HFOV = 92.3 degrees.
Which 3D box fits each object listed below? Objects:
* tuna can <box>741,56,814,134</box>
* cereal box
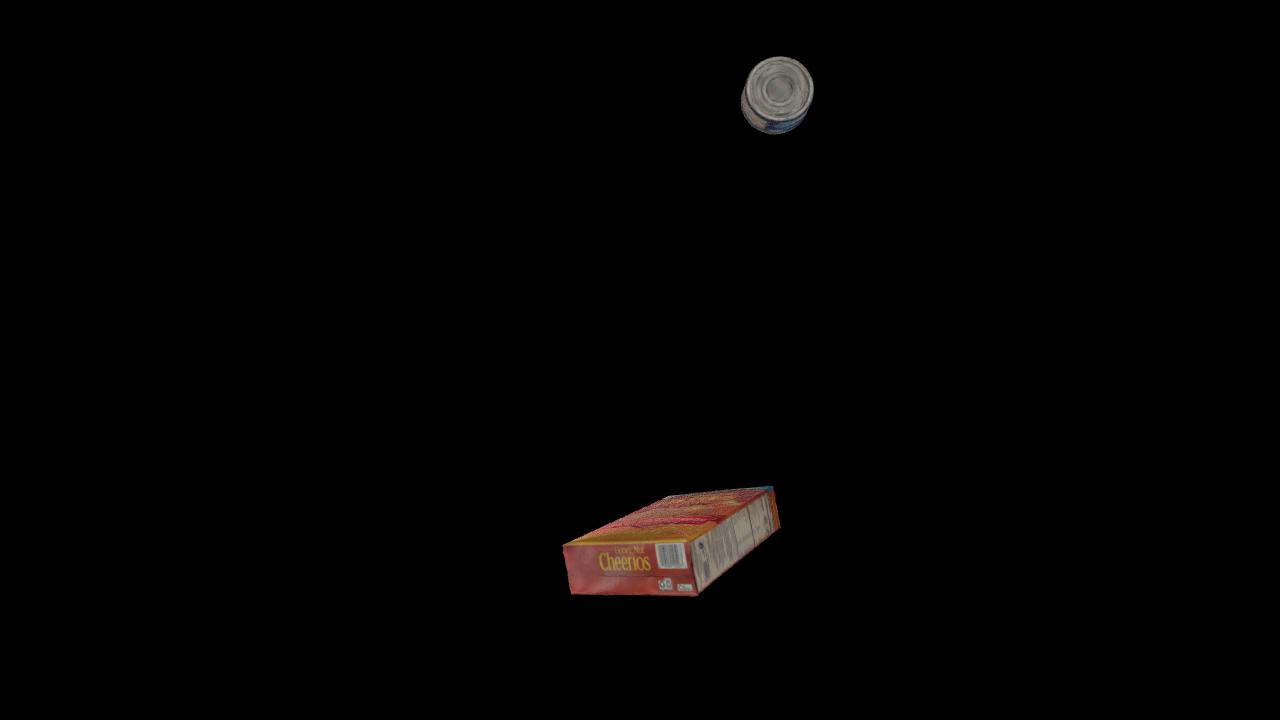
[{"bbox_3d":[0.166,-0.320,0.744,0.084,0.084,0.034,0,-4,1],"label":"tuna can"},{"bbox_3d":[0.060,0.259,0.912,0.203,0.081,0.306,-13,-4,32],"label":"cereal box"}]
